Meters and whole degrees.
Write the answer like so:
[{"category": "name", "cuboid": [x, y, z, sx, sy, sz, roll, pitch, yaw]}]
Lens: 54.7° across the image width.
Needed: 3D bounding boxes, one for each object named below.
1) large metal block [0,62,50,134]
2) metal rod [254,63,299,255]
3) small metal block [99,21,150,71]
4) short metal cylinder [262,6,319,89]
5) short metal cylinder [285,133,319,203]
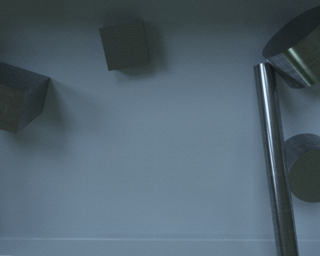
[{"category": "large metal block", "cuboid": [-0.187, -0.041, 0.364, 0.080, 0.080, 0.050, 17, 109, -7]}, {"category": "metal rod", "cuboid": [0.145, 0.070, 0.376, 0.025, 0.025, 0.298, -6, 86, 2]}, {"category": "small metal block", "cuboid": [-0.041, -0.100, 0.374, 0.050, 0.025, 0.050, -9, 110, 3]}, {"category": "short metal cylinder", "cuboid": [0.166, -0.091, 0.351, 0.080, 0.080, 0.050, -42, 105, 14]}, {"category": "short metal cylinder", "cuboid": [0.204, 0.053, 0.421, 0.081, 0.050, 0.079, 0, 110, -1]}]
